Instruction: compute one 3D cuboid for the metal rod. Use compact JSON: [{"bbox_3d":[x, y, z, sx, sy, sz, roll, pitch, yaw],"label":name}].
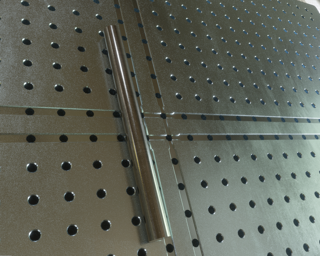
[{"bbox_3d":[-0.036,-0.011,0.396,0.025,0.025,0.299,-1,62,-29],"label":"metal rod"}]
